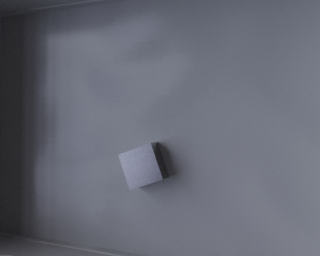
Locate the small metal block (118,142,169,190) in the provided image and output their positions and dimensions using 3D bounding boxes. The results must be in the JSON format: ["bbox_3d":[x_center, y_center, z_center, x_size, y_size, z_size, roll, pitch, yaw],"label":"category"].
[{"bbox_3d":[-0.022,0.051,0.419,0.050,0.025,0.050,-21,83,19],"label":"small metal block"}]
